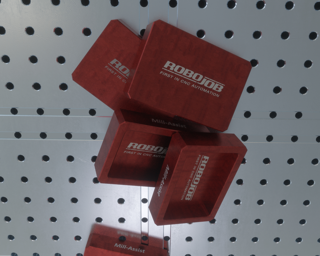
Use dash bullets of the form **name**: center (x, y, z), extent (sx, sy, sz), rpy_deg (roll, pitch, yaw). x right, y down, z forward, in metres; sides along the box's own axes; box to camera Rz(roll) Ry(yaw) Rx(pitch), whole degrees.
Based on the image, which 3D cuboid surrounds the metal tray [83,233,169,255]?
- **metal tray**: center (-0.059, 0.226, 0.493), extent (0.131, 0.030, 0.089), rpy_deg (15, 109, -6)

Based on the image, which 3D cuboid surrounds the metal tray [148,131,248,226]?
- **metal tray**: center (0.045, 0.067, 0.398), extent (0.091, 0.030, 0.129), rpy_deg (3, 122, -24)

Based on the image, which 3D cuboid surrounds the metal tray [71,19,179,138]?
- **metal tray**: center (-0.030, -0.060, 0.388), extent (0.130, 0.030, 0.090), rpy_deg (37, 106, -13)

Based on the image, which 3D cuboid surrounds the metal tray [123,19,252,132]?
- **metal tray**: center (0.034, -0.058, 0.364), extent (0.131, 0.030, 0.090), rpy_deg (19, 95, -19)

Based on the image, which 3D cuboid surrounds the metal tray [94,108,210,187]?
- **metal tray**: center (-0.006, 0.031, 0.391), extent (0.131, 0.030, 0.089), rpy_deg (10, 119, -28)
